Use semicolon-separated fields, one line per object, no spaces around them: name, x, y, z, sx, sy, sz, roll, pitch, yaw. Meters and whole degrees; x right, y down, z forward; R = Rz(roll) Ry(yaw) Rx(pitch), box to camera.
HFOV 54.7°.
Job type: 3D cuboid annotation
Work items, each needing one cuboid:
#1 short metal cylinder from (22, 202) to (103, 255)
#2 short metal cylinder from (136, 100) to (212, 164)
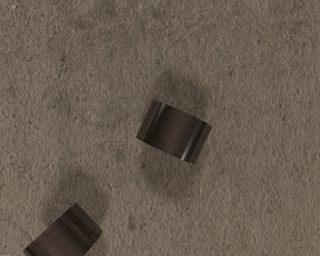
short metal cylinder;-0.118;0.138;0.381;0.080;0.080;0.050;-42;90;0
short metal cylinder;0.017;0.005;0.383;0.080;0.080;0.050;24;90;-1
